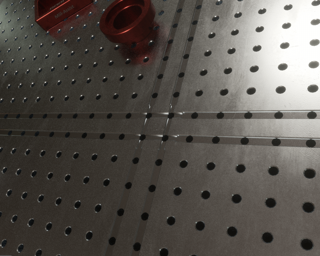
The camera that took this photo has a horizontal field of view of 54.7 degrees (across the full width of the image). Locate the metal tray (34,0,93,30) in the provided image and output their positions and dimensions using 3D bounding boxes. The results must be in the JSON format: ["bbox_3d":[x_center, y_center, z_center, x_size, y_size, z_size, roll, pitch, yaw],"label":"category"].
[{"bbox_3d":[-0.216,-0.282,0.688,0.130,0.030,0.090,-27,53,11],"label":"metal tray"}]

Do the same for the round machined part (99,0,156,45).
[{"bbox_3d":[-0.052,-0.183,0.535,0.098,0.042,0.098,-13,56,20],"label":"round machined part"}]
